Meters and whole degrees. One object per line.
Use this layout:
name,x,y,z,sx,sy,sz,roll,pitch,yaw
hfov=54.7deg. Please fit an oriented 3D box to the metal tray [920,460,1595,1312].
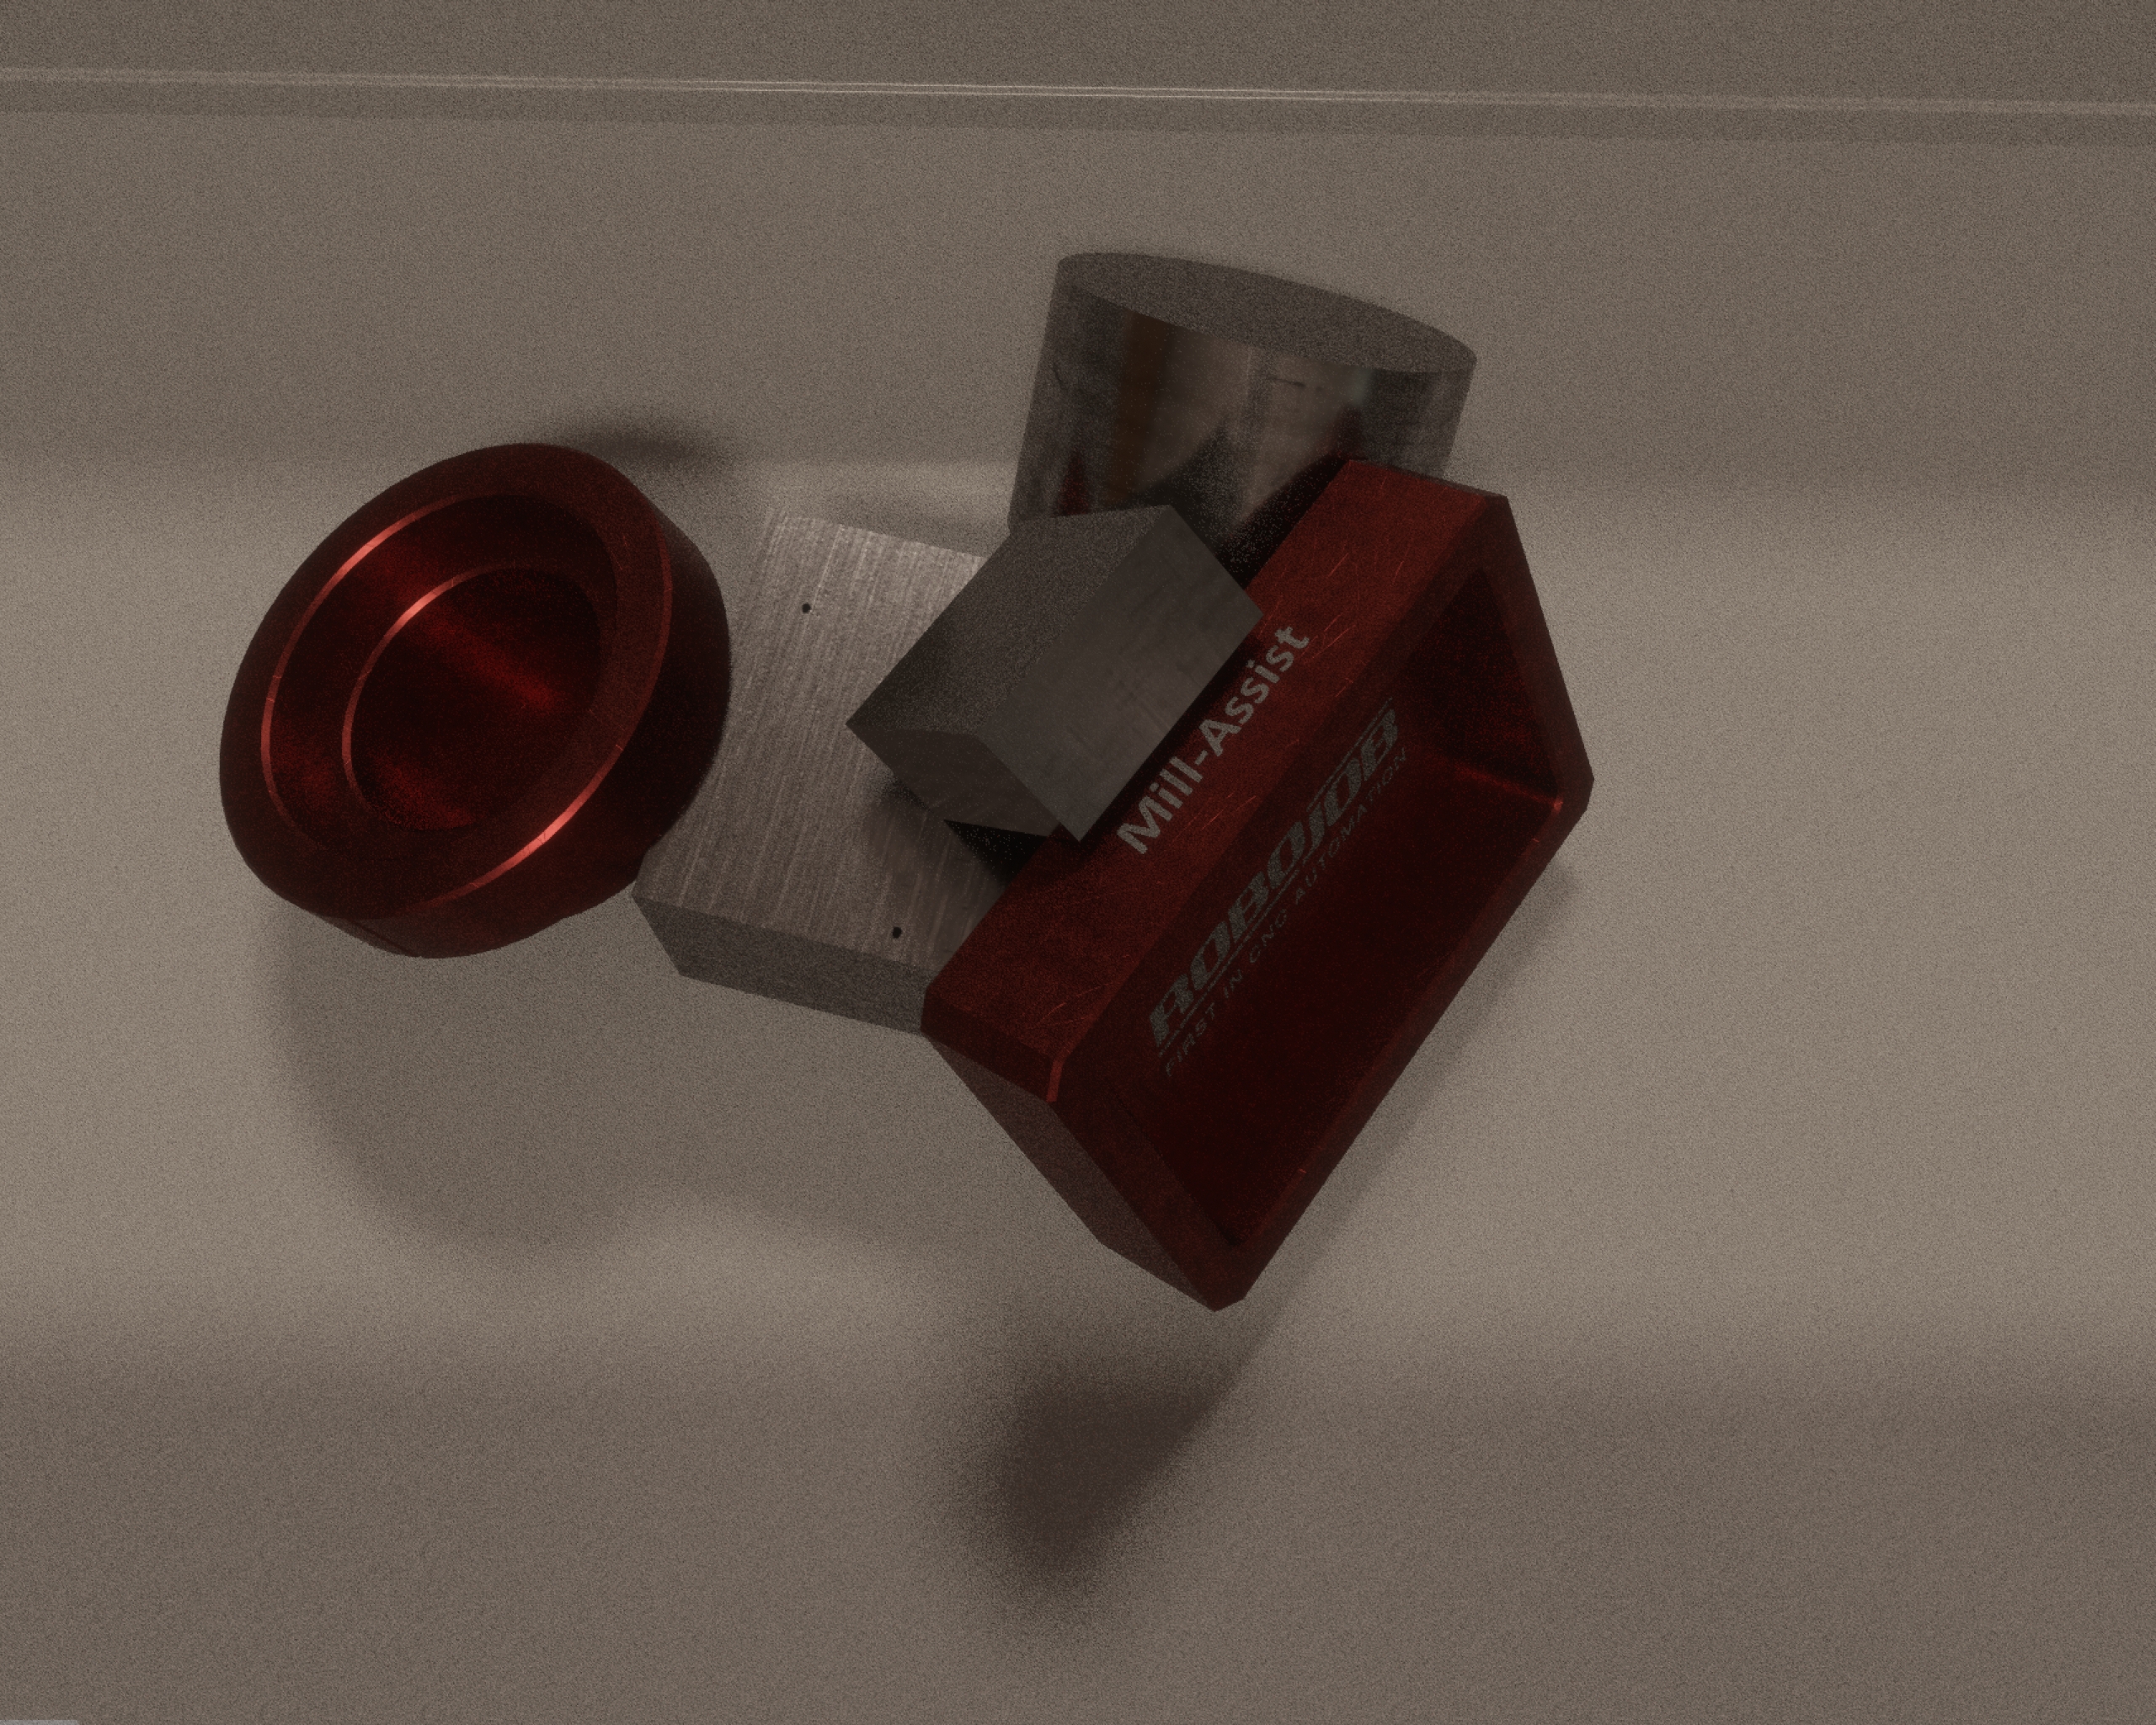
metal tray,0.038,0.005,0.371,0.030,0.090,0.130,25,69,37

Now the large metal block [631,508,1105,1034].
large metal block,-0.029,-0.013,0.399,0.080,0.050,0.080,14,71,4

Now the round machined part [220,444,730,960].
round machined part,-0.108,-0.027,0.395,0.098,0.042,0.098,-10,63,20

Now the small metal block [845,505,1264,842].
small metal block,-0.005,-0.032,0.352,0.025,0.050,0.050,47,73,-25

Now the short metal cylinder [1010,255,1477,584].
short metal cylinder,0.031,-0.082,0.402,0.080,0.080,0.050,15,115,5
